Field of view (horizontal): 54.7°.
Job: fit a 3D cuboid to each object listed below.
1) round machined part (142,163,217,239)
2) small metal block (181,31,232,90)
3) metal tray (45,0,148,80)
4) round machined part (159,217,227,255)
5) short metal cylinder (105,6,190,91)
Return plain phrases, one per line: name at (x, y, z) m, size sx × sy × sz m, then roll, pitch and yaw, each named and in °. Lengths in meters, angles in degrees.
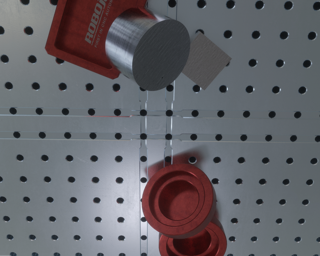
round machined part at (0.028, 0.101, 0.422) m, size 0.098 × 0.098 × 0.042 m, roll -23°, pitch 143°, yaw 8°
small metal block at (0.051, -0.084, 0.383) m, size 0.050 × 0.025 × 0.050 m, roll 37°, pitch 106°, yaw -13°
metal tray at (-0.069, -0.133, 0.360) m, size 0.090 × 0.030 × 0.129 m, roll 21°, pitch 109°, yaw -8°
round machined part at (0.047, 0.163, 0.465) m, size 0.099 × 0.042 × 0.097 m, roll 0°, pitch 110°, yaw 0°
short metal cylinder at (-0.013, -0.088, 0.346) m, size 0.081 × 0.050 × 0.079 m, roll -28°, pitch 138°, yaw -29°
